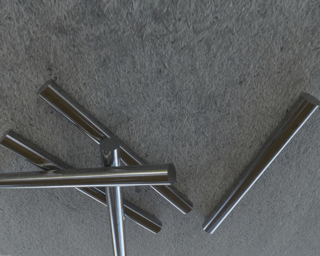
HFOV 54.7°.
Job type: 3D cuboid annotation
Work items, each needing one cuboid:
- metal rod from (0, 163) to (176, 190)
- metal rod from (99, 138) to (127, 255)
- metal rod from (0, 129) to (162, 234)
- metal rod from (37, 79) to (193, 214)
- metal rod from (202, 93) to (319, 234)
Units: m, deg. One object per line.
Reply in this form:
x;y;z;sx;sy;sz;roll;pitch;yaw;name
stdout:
-0.122;0.067;0.414;0.300;0.025;0.025;-6;132;24;metal rod
-0.069;0.134;0.486;0.025;0.025;0.298;1;130;-1;metal rod
-0.107;0.095;0.486;0.025;0.025;0.301;-35;122;26;metal rod
-0.046;0.042;0.442;0.025;0.025;0.300;-30;124;23;metal rod
0.137;0.072;0.469;0.025;0.025;0.298;15;129;-12;metal rod
